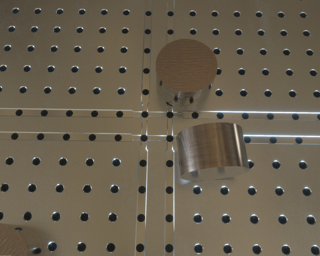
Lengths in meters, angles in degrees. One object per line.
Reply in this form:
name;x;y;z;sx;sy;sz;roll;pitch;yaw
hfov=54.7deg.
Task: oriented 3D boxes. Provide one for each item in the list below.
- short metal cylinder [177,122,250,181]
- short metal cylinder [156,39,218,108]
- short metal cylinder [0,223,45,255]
short metal cylinder;0.062;0.031;0.372;0.081;0.080;0.050;-4;70;-2
short metal cylinder;0.035;-0.074;0.426;0.081;0.050;0.080;0;70;0
short metal cylinder;-0.177;0.148;0.343;0.081;0.050;0.080;0;70;0
